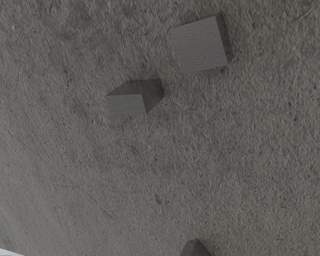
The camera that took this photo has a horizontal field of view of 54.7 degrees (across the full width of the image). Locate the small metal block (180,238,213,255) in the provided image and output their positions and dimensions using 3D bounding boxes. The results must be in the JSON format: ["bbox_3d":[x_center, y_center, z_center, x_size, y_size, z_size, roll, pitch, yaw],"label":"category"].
[{"bbox_3d":[0.058,0.215,0.493,0.025,0.050,0.050,-33,100,38],"label":"small metal block"}]

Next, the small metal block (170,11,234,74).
[{"bbox_3d":[0.045,-0.089,0.328,0.050,0.025,0.050,-7,115,31],"label":"small metal block"}]

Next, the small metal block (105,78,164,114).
[{"bbox_3d":[-0.030,-0.039,0.382,0.050,0.050,0.025,1,119,28],"label":"small metal block"}]
